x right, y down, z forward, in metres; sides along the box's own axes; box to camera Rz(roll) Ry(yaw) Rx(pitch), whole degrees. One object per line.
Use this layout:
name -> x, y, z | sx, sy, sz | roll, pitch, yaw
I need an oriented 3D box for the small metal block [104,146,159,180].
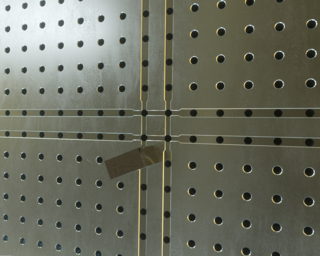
small metal block -> -0.037, 0.045, 0.411 | 0.050, 0.050, 0.025 | -22, 83, 18
